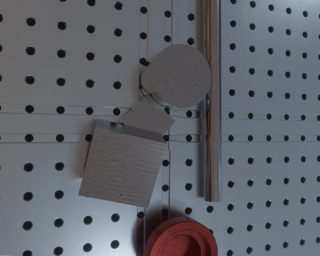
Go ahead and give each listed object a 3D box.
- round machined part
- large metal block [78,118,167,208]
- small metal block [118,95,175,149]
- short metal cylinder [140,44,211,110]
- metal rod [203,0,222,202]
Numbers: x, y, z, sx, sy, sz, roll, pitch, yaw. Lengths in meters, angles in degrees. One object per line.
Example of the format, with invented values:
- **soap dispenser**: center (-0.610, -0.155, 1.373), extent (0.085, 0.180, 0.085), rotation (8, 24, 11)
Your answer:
- **round machined part**: center (0.024, 0.167, 0.414), extent (0.099, 0.042, 0.097), rotation (0, 90, -21)
- **large metal block**: center (-0.045, 0.041, 0.368), extent (0.081, 0.050, 0.079), rotation (14, 100, -12)
- **small metal block**: center (-0.017, -0.008, 0.407), extent (0.050, 0.025, 0.050), rotation (45, 76, -15)
- **short metal cylinder**: center (0.020, -0.065, 0.407), extent (0.081, 0.050, 0.079), rotation (0, 90, -20)
- **metal rod**: center (0.075, -0.046, 0.441), extent (0.025, 0.025, 0.298), rotation (0, 90, -20)
